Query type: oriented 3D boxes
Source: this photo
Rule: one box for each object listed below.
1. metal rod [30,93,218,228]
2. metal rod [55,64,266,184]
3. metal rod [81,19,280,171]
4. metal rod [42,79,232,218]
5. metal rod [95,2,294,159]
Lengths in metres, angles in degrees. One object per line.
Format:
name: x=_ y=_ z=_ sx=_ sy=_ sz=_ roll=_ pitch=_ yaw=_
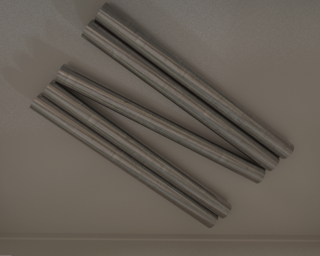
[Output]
metal rod: x=-0.040 y=0.051 z=0.428 sx=0.301 sy=0.025 sz=0.025 roll=36 pitch=106 yaw=-13
metal rod: x=0.008 y=-0.001 z=0.410 sx=0.301 sy=0.025 sz=0.025 roll=27 pitch=108 yaw=-10
metal rod: x=0.035 y=-0.034 z=0.397 sx=0.301 sy=0.025 sz=0.025 roll=35 pitch=106 yaw=-12
metal rod: x=-0.022 y=0.035 z=0.423 sx=0.301 sy=0.025 sz=0.025 roll=36 pitch=106 yaw=-13
metal rod: x=0.052 y=-0.052 z=0.391 sx=0.301 sy=0.025 sz=0.025 roll=35 pitch=106 yaw=-12
